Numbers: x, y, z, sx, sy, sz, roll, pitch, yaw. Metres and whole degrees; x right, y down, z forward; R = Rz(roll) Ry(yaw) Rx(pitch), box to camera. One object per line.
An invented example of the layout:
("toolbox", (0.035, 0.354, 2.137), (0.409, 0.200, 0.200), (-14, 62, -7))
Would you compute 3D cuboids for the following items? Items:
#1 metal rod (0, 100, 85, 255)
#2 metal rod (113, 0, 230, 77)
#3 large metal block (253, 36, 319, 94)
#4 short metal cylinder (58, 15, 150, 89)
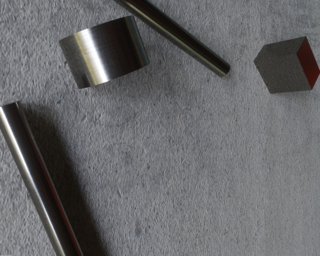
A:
("metal rod", (-0.100, 0.117, 0.322), (0.025, 0.025, 0.298), (-28, 108, -37))
("metal rod", (-0.007, -0.143, 0.399), (0.302, 0.025, 0.025), (25, 75, -38))
("large metal block", (0.233, -0.112, 0.568), (0.080, 0.080, 0.050), (52, 60, -28))
("short metal cylinder", (-0.057, -0.079, 0.323), (0.081, 0.080, 0.050), (-32, 110, -36))
